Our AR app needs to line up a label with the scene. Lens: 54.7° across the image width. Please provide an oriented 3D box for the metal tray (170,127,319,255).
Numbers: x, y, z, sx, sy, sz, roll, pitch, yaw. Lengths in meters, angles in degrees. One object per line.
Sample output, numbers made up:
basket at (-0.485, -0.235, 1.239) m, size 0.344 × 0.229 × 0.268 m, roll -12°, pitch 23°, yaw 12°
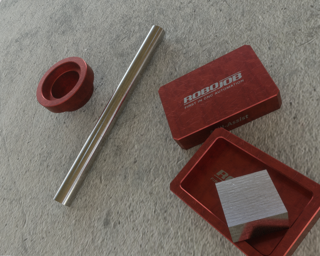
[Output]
metal tray at (0.085, 0.067, 0.314) m, size 0.130 × 0.030 × 0.090 m, roll 35°, pitch 81°, yaw 38°

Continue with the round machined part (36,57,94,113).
round machined part at (-0.149, -0.066, 0.509) m, size 0.098 × 0.042 × 0.098 m, roll -13°, pitch 56°, yaw 20°

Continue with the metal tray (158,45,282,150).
metal tray at (0.070, -0.039, 0.387) m, size 0.130 × 0.030 × 0.090 m, roll -25°, pitch 53°, yaw 12°

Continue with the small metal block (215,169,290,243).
small metal block at (0.083, 0.071, 0.286) m, size 0.050 × 0.025 × 0.050 m, roll -17°, pitch 36°, yaw 7°

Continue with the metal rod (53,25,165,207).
metal rod at (-0.067, -0.029, 0.454) m, size 0.025 × 0.025 × 0.300 m, roll 15°, pitch 69°, yaw 33°
